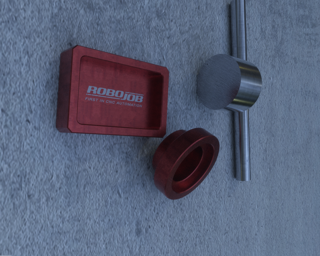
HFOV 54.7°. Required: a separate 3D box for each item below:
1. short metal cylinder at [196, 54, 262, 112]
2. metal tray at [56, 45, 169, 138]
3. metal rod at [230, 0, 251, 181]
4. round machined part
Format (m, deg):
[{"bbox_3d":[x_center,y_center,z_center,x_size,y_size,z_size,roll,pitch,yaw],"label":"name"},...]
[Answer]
[{"bbox_3d":[0.100,-0.064,0.456,0.050,0.080,0.080,4,88,-40],"label":"short metal cylinder"},{"bbox_3d":[-0.049,-0.036,0.361,0.131,0.030,0.089,5,87,-40],"label":"metal tray"},{"bbox_3d":[0.136,-0.061,0.521,0.025,0.025,0.298,-4,93,-40],"label":"metal rod"},{"bbox_3d":[0.029,0.041,0.402,0.099,0.042,0.097,-31,140,-29],"label":"round machined part"}]
